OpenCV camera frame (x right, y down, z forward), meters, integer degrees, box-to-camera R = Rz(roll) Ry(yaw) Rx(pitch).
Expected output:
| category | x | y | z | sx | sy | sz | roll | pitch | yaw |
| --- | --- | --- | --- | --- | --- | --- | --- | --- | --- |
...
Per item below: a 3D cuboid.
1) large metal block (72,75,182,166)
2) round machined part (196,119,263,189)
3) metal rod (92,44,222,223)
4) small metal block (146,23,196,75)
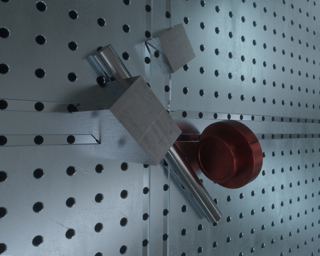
| category | x | y | z | sx | sy | sz | roll | pitch | yaw |
| --- | --- | --- | --- | --- | --- | --- | --- | --- | --- |
| large metal block | -0.037 | -0.007 | 0.342 | 0.050 | 0.080 | 0.080 | -53 | 121 | -27 |
| round machined part | 0.090 | 0.039 | 0.437 | 0.042 | 0.098 | 0.097 | -15 | 100 | -39 |
| metal rod | 0.009 | 0.024 | 0.416 | 0.025 | 0.025 | 0.299 | -49 | 119 | -29 |
| small metal block | 0.016 | -0.107 | 0.422 | 0.050 | 0.025 | 0.050 | -41 | 115 | -32 |
